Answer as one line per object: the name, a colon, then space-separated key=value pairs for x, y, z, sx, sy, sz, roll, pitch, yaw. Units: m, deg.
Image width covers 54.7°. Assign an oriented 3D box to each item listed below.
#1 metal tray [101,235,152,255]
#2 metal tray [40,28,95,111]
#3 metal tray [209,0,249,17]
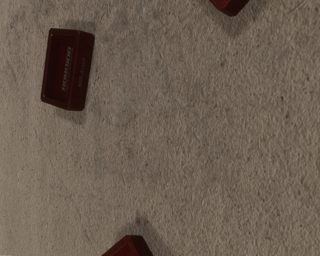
metal tray: x=-0.036 y=0.220 z=0.403 sx=0.090 sy=0.030 sz=0.130 roll=-42 pitch=57 yaw=12
metal tray: x=-0.161 y=-0.101 z=0.530 sx=0.090 sy=0.030 sz=0.129 roll=17 pitch=101 yaw=38
metal tray: x=0.090 y=-0.198 z=0.327 sx=0.129 sy=0.030 sz=0.090 roll=-47 pitch=63 yaw=29
